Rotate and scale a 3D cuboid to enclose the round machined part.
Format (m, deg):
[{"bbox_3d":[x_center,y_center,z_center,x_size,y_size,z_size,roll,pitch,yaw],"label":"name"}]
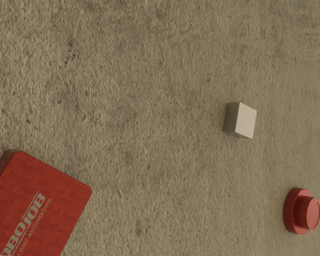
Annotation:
[{"bbox_3d":[0.304,0.177,0.654,0.099,0.042,0.097,0,90,-40],"label":"round machined part"}]

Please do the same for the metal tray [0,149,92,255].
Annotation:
[{"bbox_3d":[-0.134,0.096,0.290,0.090,0.030,0.130,39,66,-34],"label":"metal tray"}]

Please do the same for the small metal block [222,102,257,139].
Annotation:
[{"bbox_3d":[0.135,-0.012,0.521,0.050,0.025,0.050,19,78,-39],"label":"small metal block"}]
